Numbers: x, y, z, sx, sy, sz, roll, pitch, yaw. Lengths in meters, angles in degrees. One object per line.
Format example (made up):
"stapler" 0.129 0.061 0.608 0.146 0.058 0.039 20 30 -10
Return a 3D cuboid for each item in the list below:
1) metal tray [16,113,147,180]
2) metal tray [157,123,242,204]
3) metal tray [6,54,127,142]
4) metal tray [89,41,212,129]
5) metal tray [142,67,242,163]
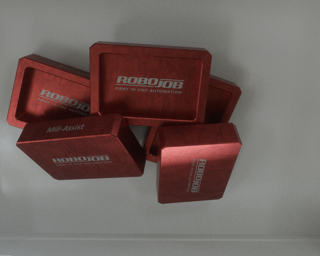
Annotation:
"metal tray" -0.093 0.028 0.379 0.130 0.030 0.090 -5 141 18
"metal tray" 0.043 0.049 0.391 0.091 0.030 0.129 -3 139 -5
"metal tray" -0.116 -0.029 0.393 0.131 0.030 0.089 18 109 -7
"metal tray" -0.012 -0.049 0.356 0.131 0.030 0.089 3 110 -2
"metal tray" 0.037 -0.009 0.404 0.091 0.030 0.129 18 109 -7
